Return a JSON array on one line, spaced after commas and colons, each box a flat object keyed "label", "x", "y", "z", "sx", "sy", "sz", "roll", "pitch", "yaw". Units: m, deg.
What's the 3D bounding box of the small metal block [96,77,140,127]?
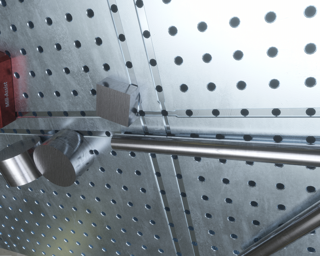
[{"label": "small metal block", "x": -0.058, "y": -0.035, "z": 0.418, "sx": 0.050, "sy": 0.025, "sz": 0.050, "roll": 20, "pitch": 126, "yaw": 16}]

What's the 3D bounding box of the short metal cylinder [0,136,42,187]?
[{"label": "short metal cylinder", "x": -0.232, "y": 0.056, "z": 0.530, "sx": 0.080, "sy": 0.080, "sz": 0.050, "roll": -6, "pitch": 116, "yaw": 30}]

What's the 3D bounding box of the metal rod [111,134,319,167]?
[{"label": "metal rod", "x": 0.070, "y": 0.026, "z": 0.389, "sx": 0.301, "sy": 0.025, "sz": 0.025, "roll": 2, "pitch": 120, "yaw": 26}]

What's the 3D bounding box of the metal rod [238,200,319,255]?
[{"label": "metal rod", "x": 0.192, "y": 0.103, "z": 0.373, "sx": 0.025, "sy": 0.025, "sz": 0.298, "roll": 37, "pitch": 129, "yaw": 3}]

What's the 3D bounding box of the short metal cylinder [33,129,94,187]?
[{"label": "short metal cylinder", "x": -0.156, "y": 0.048, "z": 0.504, "sx": 0.080, "sy": 0.050, "sz": 0.079, "roll": 12, "pitch": 123, "yaw": 20}]

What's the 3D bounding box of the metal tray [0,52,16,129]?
[{"label": "metal tray", "x": -0.290, "y": -0.072, "z": 0.512, "sx": 0.090, "sy": 0.030, "sz": 0.129, "roll": 24, "pitch": 127, "yaw": 12}]
